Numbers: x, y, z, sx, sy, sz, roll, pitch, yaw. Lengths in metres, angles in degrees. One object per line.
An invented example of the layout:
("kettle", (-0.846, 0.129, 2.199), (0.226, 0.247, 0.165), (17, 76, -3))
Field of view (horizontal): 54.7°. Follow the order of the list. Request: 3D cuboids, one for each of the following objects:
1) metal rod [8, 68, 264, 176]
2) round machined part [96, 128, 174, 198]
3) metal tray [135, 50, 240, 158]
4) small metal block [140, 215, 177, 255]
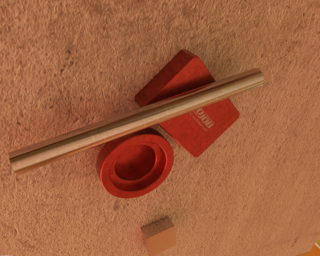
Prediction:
("metal rod", (-0.011, -0.014, 0.353), (0.302, 0.025, 0.025), (-20, 127, -16))
("round machined part", (-0.035, 0.040, 0.403), (0.099, 0.042, 0.097), (-14, 125, -21))
("metal tray", (0.041, -0.027, 0.411), (0.090, 0.030, 0.130), (-45, 130, 3))
("small metal block", (-0.002, 0.182, 0.521), (0.050, 0.025, 0.050), (-20, 126, -17))
